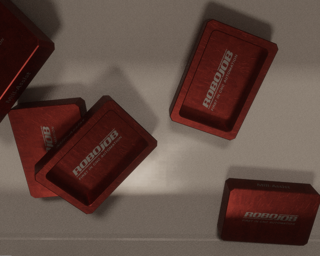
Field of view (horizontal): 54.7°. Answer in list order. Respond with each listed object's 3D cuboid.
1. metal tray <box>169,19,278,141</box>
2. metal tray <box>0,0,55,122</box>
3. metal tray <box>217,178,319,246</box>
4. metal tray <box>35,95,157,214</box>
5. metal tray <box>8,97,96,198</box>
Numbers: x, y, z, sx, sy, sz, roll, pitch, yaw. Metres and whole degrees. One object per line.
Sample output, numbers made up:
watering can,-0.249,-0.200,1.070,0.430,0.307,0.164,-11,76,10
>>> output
metal tray,0.075,-0.058,0.388,0.091,0.030,0.129,19,109,-7
metal tray,-0.196,-0.077,0.361,0.090,0.030,0.130,44,105,7
metal tray,0.158,0.124,0.457,0.131,0.030,0.089,5,110,-2
metal tray,-0.079,0.035,0.392,0.130,0.030,0.090,-46,117,-2
metal tray,-0.139,0.028,0.417,0.091,0.030,0.129,-5,110,1
